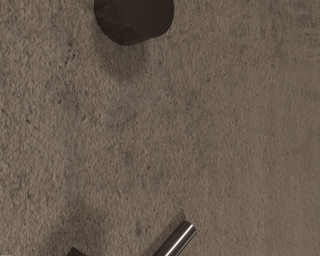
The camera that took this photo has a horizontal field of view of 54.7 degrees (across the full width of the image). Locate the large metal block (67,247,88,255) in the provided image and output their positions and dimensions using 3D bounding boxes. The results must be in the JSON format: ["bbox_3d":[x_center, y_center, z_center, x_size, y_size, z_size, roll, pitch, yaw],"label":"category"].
[{"bbox_3d":[-0.075,0.178,0.308,0.050,0.080,0.080,47,62,-30],"label":"large metal block"}]

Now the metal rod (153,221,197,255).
[{"bbox_3d":[-0.055,0.222,0.360,0.302,0.025,0.025,-39,115,-33],"label":"metal rod"}]

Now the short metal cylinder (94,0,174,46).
[{"bbox_3d":[-0.030,-0.142,0.365,0.081,0.050,0.079,0,90,-40],"label":"short metal cylinder"}]
